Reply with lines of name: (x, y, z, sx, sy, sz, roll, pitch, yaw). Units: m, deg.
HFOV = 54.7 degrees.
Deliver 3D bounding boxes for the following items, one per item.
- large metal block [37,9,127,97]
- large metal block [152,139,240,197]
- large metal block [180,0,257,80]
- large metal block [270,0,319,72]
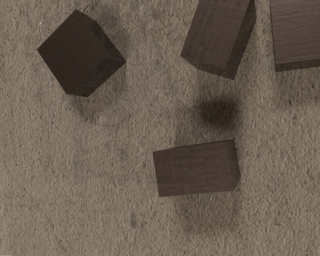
large metal block: (-0.109, -0.101, 0.433, 0.080, 0.050, 0.080, -39, 78, 15)
large metal block: (0.046, 0.044, 0.363, 0.080, 0.080, 0.050, -9, 87, 19)
large metal block: (0.070, -0.106, 0.355, 0.050, 0.080, 0.080, 21, 97, 18)
large metal block: (0.165, -0.110, 0.338, 0.080, 0.050, 0.080, -5, 89, 19)
